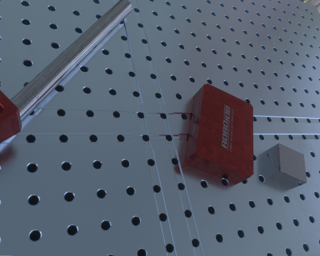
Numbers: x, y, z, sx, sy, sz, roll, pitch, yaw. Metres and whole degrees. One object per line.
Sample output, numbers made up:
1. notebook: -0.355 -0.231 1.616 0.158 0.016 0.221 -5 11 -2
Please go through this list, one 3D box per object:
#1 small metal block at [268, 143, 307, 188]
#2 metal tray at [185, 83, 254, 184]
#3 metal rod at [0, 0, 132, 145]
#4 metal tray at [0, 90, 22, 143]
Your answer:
1. small metal block: 0.197 0.058 0.482 0.050 0.025 0.050 23 53 -15
2. metal tray: 0.091 0.005 0.453 0.091 0.030 0.130 23 53 -15
3. metal rod: -0.114 -0.094 0.404 0.025 0.025 0.301 34 51 -6
4. metal tray: -0.208 -0.026 0.288 0.130 0.030 0.091 41 53 15
